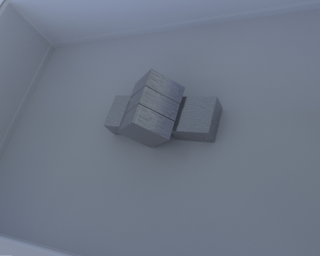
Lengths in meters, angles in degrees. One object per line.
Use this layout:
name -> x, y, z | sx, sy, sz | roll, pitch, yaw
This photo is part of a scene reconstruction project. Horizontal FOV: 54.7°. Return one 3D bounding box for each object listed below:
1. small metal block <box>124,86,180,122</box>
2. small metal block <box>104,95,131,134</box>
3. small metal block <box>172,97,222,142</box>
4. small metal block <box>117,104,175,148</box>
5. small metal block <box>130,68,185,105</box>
small metal block -> -0.011, -0.023, 0.393 | 0.050, 0.050, 0.025 | -29, 40, 58
small metal block -> -0.044, -0.018, 0.436 | 0.050, 0.025, 0.050 | 4, 64, 29
small metal block -> 0.046, -0.011, 0.386 | 0.050, 0.025, 0.050 | 3, 63, 29
small metal block -> -0.018, -0.001, 0.384 | 0.050, 0.050, 0.025 | -29, 40, 58
small metal block -> -0.004, -0.046, 0.403 | 0.050, 0.050, 0.025 | -28, 41, 59
